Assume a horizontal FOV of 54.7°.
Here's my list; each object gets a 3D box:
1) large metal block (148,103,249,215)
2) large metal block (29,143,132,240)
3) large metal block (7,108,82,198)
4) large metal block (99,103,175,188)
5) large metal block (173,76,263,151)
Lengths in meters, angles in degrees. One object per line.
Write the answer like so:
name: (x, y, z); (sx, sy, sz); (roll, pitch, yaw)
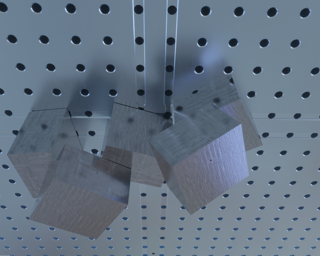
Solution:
large metal block: (0.044, 0.033, 0.334); (0.080, 0.050, 0.080); (-31, 130, -13)
large metal block: (-0.089, 0.074, 0.351); (0.080, 0.050, 0.080); (25, 125, -20)
large metal block: (-0.142, 0.032, 0.400); (0.050, 0.080, 0.080); (-5, 130, 4)
large metal block: (-0.029, 0.021, 0.392); (0.081, 0.080, 0.050); (15, 129, -13)
large metal block: (0.072, -0.006, 0.391); (0.080, 0.050, 0.080); (-24, 127, 18)
